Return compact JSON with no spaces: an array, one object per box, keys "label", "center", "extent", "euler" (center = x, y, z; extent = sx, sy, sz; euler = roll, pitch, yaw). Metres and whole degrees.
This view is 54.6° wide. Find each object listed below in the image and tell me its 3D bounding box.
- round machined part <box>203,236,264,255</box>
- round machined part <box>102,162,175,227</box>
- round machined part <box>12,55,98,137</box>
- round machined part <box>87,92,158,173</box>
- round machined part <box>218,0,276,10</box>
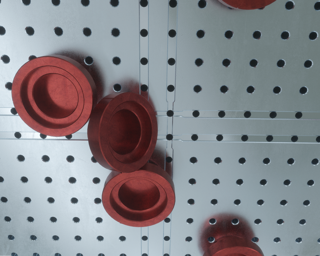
[{"label":"round machined part","center":[0.113,0.209,0.482],"extent":[0.099,0.042,0.097],"euler":[0,110,0]},{"label":"round machined part","center":[-0.029,0.087,0.432],"extent":[0.099,0.042,0.097],"euler":[0,117,-1]},{"label":"round machined part","center":[-0.126,-0.042,0.386],"extent":[0.098,0.042,0.097],"euler":[1,108,3]},{"label":"round machined part","center":[-0.050,0.004,0.386],"extent":[0.042,0.099,0.098],"euler":[3,116,40]},{"label":"round machined part","center":[0.096,-0.181,0.338],"extent":[0.099,0.042,0.097],"euler":[0,110,0]}]
